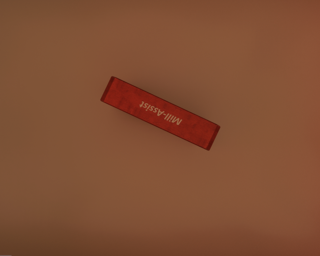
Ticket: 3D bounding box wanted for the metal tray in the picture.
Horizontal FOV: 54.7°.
[{"bbox_3d":[0.000,-0.016,0.375,0.131,0.090,0.030,25,90,-1],"label":"metal tray"}]
